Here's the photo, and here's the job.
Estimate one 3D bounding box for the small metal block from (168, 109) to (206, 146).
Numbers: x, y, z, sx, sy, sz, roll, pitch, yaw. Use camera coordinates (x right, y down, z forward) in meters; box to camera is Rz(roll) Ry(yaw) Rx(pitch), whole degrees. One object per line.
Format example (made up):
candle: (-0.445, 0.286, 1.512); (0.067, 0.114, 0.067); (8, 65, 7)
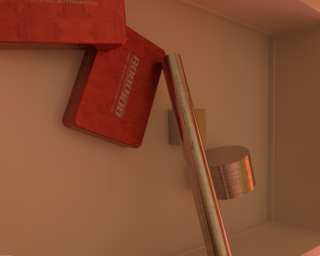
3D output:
small metal block: (0.039, -0.002, 0.442); (0.050, 0.025, 0.050); (-4, 93, -40)

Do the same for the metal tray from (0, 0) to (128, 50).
metal tray: (-0.101, -0.123, 0.296); (0.131, 0.030, 0.089); (-6, 94, -24)

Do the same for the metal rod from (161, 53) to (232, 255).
metal rod: (0.045, 0.056, 0.346); (0.025, 0.025, 0.299); (-1, 72, -40)

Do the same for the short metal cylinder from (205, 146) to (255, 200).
short metal cylinder: (0.094, 0.063, 0.453); (0.081, 0.080, 0.050); (-24, 106, -38)

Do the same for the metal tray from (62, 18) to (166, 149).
metal tray: (-0.049, -0.050, 0.364); (0.090, 0.030, 0.130); (24, 75, -38)
